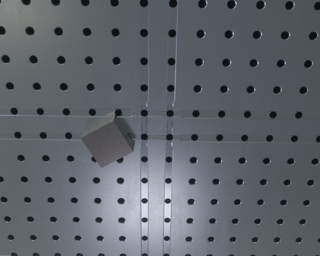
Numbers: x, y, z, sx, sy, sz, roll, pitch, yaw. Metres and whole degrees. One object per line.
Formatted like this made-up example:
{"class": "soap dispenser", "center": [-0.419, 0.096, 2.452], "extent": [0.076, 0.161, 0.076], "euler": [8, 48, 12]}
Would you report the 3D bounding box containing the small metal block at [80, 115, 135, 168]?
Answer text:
{"class": "small metal block", "center": [-0.070, 0.018, 0.420], "extent": [0.050, 0.025, 0.050], "euler": [-27, 108, 9]}
